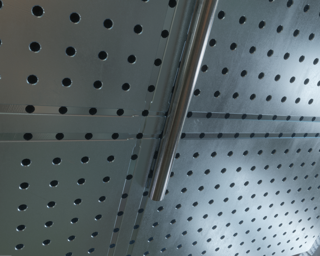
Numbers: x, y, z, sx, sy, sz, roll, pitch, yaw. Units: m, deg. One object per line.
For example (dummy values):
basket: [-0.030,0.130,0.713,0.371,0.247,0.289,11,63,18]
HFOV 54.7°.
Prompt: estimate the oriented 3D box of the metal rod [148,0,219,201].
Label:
metal rod: [0.026,-0.027,0.409,0.025,0.025,0.298,-1,119,-28]
